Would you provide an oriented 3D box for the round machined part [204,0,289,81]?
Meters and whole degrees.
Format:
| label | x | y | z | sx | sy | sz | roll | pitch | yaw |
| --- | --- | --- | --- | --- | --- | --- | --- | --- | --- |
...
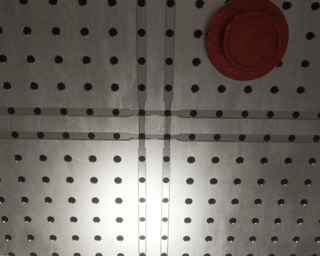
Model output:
| label | x | y | z | sx | sy | sz | roll | pitch | yaw |
| --- | --- | --- | --- | --- | --- | --- | --- | --- | --- |
| round machined part | 0.104 | -0.104 | 0.368 | 0.099 | 0.042 | 0.097 | 0 | 110 | -1 |
